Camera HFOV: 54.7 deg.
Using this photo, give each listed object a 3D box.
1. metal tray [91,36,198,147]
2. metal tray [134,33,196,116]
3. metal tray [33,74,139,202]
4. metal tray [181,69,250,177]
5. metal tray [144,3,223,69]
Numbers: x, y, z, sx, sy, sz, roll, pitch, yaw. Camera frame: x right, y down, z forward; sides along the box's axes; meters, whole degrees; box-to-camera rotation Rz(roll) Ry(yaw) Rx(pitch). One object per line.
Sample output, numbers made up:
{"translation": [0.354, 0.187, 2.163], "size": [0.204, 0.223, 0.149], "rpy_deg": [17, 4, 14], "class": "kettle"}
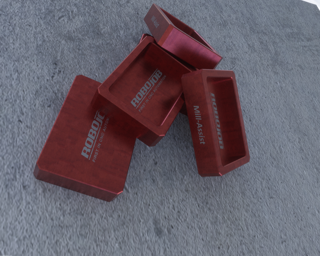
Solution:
{"translation": [-0.012, -0.051, 0.389], "size": [0.090, 0.030, 0.130], "rpy_deg": [36, 51, -5], "class": "metal tray"}
{"translation": [0.019, -0.075, 0.460], "size": [0.131, 0.030, 0.090], "rpy_deg": [24, 53, -14], "class": "metal tray"}
{"translation": [-0.075, 0.009, 0.356], "size": [0.091, 0.030, 0.130], "rpy_deg": [22, 53, -15], "class": "metal tray"}
{"translation": [0.076, -0.010, 0.407], "size": [0.091, 0.030, 0.129], "rpy_deg": [-11, 91, -50], "class": "metal tray"}
{"translation": [0.030, -0.134, 0.458], "size": [0.090, 0.030, 0.130], "rpy_deg": [24, 25, -26], "class": "metal tray"}
